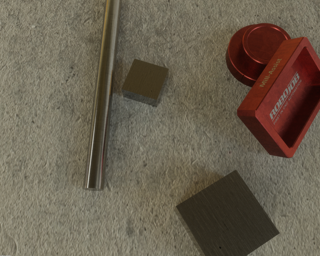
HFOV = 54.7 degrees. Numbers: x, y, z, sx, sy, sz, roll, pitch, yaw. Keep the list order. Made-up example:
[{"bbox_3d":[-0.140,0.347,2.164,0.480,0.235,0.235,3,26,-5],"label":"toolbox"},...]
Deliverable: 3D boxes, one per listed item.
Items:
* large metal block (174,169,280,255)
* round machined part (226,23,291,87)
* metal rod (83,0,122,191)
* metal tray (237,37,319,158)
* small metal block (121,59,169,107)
[{"bbox_3d":[0.072,0.107,0.356,0.080,0.050,0.080,-29,73,-10],"label":"large metal block"},{"bbox_3d":[0.147,-0.108,0.440,0.099,0.042,0.098,0,70,0],"label":"round machined part"},{"bbox_3d":[-0.076,-0.065,0.431,0.025,0.025,0.299,2,70,0],"label":"metal rod"},{"bbox_3d":[0.163,-0.039,0.394,0.090,0.030,0.130,45,72,-26],"label":"metal tray"},{"bbox_3d":[-0.020,-0.063,0.431,0.050,0.025,0.050,18,71,6],"label":"small metal block"}]
